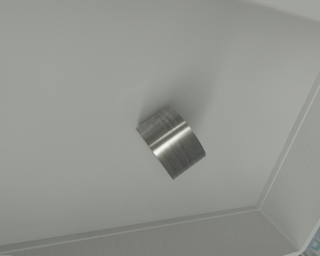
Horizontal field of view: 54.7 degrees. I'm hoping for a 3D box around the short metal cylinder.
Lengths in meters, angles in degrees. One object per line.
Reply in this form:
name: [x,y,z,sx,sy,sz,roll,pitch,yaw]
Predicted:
short metal cylinder: [0.013,0.018,0.390,0.050,0.080,0.080,-36,130,-5]
